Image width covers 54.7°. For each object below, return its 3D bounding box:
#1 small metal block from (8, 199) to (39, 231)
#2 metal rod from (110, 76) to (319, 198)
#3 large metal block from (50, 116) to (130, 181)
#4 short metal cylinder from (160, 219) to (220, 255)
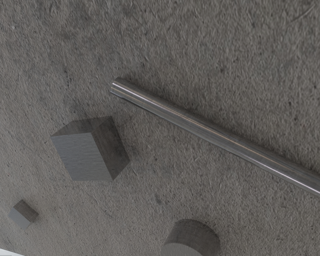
[{"bbox_3d":[-0.303,0.193,0.686,0.050,0.025,0.050,42,129,-1],"label":"small metal block"},{"bbox_3d":[0.074,0.011,0.374,0.301,0.025,0.025,27,128,11],"label":"metal rod"},{"bbox_3d":[-0.103,0.032,0.465,0.080,0.050,0.080,-6,116,31],"label":"large metal block"},{"bbox_3d":[0.048,0.190,0.483,0.080,0.050,0.079,13,124,21],"label":"short metal cylinder"}]
